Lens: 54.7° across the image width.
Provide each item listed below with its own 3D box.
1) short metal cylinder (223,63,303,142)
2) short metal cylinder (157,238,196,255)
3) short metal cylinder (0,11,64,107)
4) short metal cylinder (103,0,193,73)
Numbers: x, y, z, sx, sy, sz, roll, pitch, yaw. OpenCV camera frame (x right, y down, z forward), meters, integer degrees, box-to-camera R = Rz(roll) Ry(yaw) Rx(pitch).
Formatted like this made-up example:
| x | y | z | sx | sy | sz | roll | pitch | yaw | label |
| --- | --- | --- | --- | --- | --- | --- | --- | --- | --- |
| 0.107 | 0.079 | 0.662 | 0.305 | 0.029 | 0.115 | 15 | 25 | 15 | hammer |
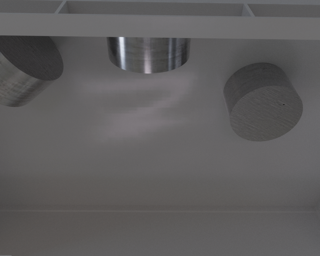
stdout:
| x | y | z | sx | sy | sz | roll | pitch | yaw | label |
| --- | --- | --- | --- | --- | --- | --- | --- | --- | --- |
| 0.119 | -0.030 | 0.368 | 0.081 | 0.050 | 0.079 | 0 | 130 | 0 | short metal cylinder |
| 0.033 | 0.263 | 0.620 | 0.081 | 0.050 | 0.079 | 0 | 130 | 0 | short metal cylinder |
| -0.147 | -0.068 | 0.313 | 0.050 | 0.080 | 0.080 | -32 | 123 | 24 | short metal cylinder |
| -0.011 | -0.094 | 0.293 | 0.081 | 0.080 | 0.050 | 0 | 130 | 0 | short metal cylinder |
